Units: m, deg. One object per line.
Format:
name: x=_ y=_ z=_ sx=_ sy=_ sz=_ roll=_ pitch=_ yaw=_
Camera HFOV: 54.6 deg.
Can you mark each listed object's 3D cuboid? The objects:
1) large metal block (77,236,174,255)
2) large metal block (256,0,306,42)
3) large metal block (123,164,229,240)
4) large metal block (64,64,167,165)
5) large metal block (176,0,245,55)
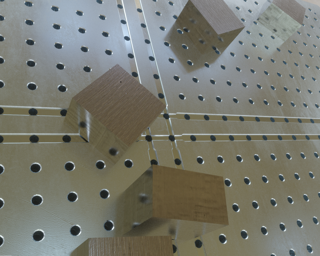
large metal block: x=-0.032 y=0.146 z=0.285 sx=0.081 sy=0.050 sz=0.080 roll=8 pitch=58 yaw=-24
large metal block: x=0.271 y=-0.253 z=0.691 sx=0.080 sy=0.050 sz=0.080 roll=34 pitch=51 yaw=-6
large metal block: x=0.013 y=0.083 z=0.329 sx=0.081 sy=0.080 sz=0.050 roll=13 pitch=57 yaw=-21
large metal block: x=-0.053 y=-0.018 z=0.374 sx=0.080 sy=0.050 sz=0.080 roll=41 pitch=51 yaw=0
large metal block: x=0.090 y=-0.186 z=0.553 sx=0.081 sy=0.050 sz=0.080 roll=-27 pitch=77 yaw=-37
